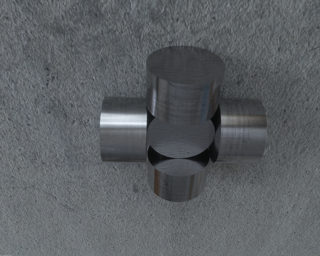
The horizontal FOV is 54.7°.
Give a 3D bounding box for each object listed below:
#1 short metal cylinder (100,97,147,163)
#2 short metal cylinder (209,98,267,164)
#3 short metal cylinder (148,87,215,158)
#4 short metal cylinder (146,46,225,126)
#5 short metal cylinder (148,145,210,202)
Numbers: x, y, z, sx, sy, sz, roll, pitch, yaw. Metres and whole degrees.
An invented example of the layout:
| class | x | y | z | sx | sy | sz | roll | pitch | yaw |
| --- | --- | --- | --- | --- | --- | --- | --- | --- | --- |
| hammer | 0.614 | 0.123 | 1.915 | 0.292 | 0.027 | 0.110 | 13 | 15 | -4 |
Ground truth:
| class | x | y | z | sx | sy | sz | roll | pitch | yaw |
| --- | --- | --- | --- | --- | --- | --- | --- | --- | --- |
| short metal cylinder | -0.041 | 0.002 | 0.375 | 0.050 | 0.080 | 0.079 | 2 | 130 | -2 |
| short metal cylinder | 0.090 | 0.003 | 0.377 | 0.050 | 0.080 | 0.079 | 2 | 130 | -2 |
| short metal cylinder | 0.025 | -0.008 | 0.386 | 0.081 | 0.050 | 0.079 | 0 | 130 | 0 |
| short metal cylinder | 0.025 | -0.047 | 0.332 | 0.081 | 0.080 | 0.050 | 1 | 130 | -2 |
| short metal cylinder | 0.024 | 0.052 | 0.417 | 0.081 | 0.080 | 0.050 | 0 | 130 | -1 |
